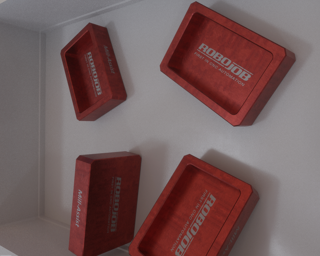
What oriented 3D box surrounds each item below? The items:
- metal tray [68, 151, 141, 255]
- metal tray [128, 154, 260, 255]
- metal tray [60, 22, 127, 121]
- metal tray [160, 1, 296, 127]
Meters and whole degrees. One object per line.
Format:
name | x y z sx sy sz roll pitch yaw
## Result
metal tray | -0.072 0.100 0.421 0.030 0.091 0.129 10 96 39
metal tray | 0.035 0.104 0.336 0.090 0.030 0.130 26 80 38
metal tray | -0.108 -0.086 0.489 0.090 0.030 0.129 -28 73 36
metal tray | 0.068 -0.072 0.346 0.130 0.030 0.089 42 115 31
